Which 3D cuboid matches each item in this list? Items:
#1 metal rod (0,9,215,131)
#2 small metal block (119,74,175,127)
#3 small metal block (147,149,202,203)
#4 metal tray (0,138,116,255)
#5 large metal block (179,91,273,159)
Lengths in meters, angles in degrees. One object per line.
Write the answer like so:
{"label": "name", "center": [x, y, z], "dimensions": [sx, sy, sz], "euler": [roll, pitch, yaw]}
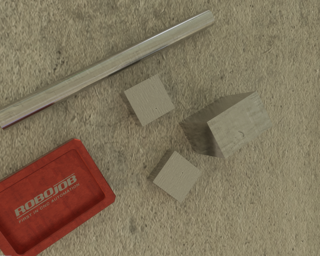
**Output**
{"label": "metal rod", "center": [-0.055, -0.081, 0.389], "dimensions": [0.302, 0.025, 0.025], "euler": [-31, 101, -18]}
{"label": "small metal block", "center": [-0.017, -0.036, 0.404], "dimensions": [0.050, 0.025, 0.050], "euler": [-31, 101, -18]}
{"label": "small metal block", "center": [0.019, 0.064, 0.418], "dimensions": [0.050, 0.025, 0.050], "euler": [40, 77, -16]}
{"label": "metal tray", "center": [-0.130, 0.081, 0.358], "dimensions": [0.131, 0.030, 0.090], "euler": [-33, 101, -17]}
{"label": "large metal block", "center": [0.085, -0.005, 0.413], "dimensions": [0.080, 0.080, 0.050], "euler": [-31, 101, -18]}
